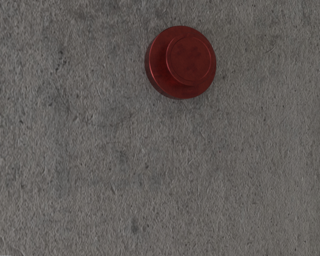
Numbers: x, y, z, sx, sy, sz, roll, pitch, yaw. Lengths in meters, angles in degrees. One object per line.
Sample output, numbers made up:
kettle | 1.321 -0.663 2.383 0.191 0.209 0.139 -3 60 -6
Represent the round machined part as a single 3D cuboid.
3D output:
round machined part | 0.033 -0.088 0.412 0.099 0.042 0.097 0 90 -20
